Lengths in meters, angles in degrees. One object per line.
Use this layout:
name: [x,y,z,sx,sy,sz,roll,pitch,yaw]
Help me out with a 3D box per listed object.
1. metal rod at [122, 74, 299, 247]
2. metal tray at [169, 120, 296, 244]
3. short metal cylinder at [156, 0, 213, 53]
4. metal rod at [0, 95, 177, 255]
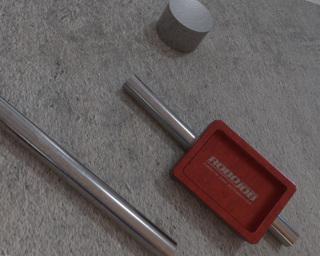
metal rod: [0.065,0.041,0.413,0.300,0.025,0.025,44,51,2]
metal tray: [0.088,0.064,0.382,0.130,0.030,0.090,41,78,2]
short metal cylinder: [0.040,-0.172,0.514,0.081,0.050,0.080,14,56,-21]
metal rod: [-0.105,0.035,0.325,0.300,0.025,0.025,40,51,-1]
